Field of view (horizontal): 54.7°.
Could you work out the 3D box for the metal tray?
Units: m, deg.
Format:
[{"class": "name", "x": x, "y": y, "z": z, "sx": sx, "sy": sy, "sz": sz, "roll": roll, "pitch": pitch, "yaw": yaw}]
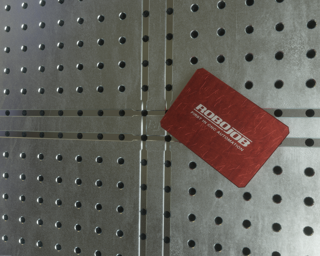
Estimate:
[{"class": "metal tray", "x": 0.077, "y": -0.002, "z": 0.382, "sx": 0.130, "sy": 0.030, "sz": 0.090, "roll": 38, "pitch": 102, "yaw": 15}]
